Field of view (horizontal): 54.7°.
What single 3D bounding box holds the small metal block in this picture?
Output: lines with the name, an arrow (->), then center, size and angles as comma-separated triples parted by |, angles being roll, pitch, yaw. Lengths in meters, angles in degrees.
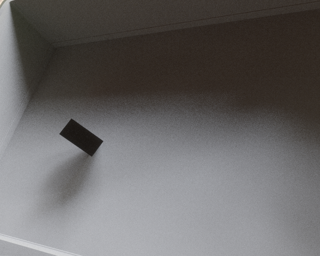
small metal block -> -0.107, 0.013, 0.423 | 0.025, 0.050, 0.050 | -55, 11, -11
